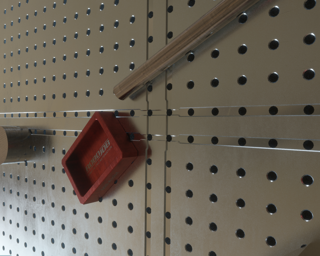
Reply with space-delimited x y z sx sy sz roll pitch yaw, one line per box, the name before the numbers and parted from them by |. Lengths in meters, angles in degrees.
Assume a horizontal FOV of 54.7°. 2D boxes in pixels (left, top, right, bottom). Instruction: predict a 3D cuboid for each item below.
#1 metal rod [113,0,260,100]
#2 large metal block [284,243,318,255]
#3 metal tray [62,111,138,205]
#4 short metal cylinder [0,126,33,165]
metal rod | 0.046 -0.114 0.371 0.299 0.025 0.025 -31 71 35
large metal block | 0.108 0.157 0.284 0.080 0.081 0.050 -44 64 31
metal tray | -0.100 0.047 0.488 0.129 0.030 0.090 -49 61 28
short metal cylinder | -0.313 0.035 0.651 0.080 0.050 0.079 0 90 40
